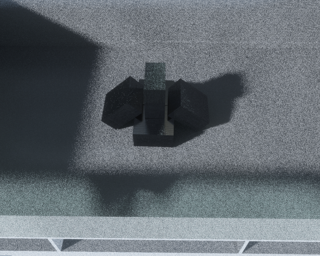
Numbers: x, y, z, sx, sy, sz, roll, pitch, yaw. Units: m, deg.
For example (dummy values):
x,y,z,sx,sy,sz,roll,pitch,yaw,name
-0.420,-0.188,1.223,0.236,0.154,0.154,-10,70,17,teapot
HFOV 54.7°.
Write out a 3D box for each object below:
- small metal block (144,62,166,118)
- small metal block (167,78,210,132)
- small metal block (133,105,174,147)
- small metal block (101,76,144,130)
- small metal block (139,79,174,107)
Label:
x,y,z,sx,sy,sz,roll,pitch,yaw,name
-0.006,-0.047,0.393,0.025,0.050,0.050,1,50,0,small metal block
0.038,-0.030,0.413,0.050,0.025,0.050,29,44,-28,small metal block
-0.007,-0.003,0.405,0.050,0.025,0.050,2,50,2,small metal block
-0.049,-0.033,0.412,0.050,0.025,0.050,-30,41,32,small metal block
-0.006,-0.042,0.437,0.050,0.025,0.050,2,50,1,small metal block
